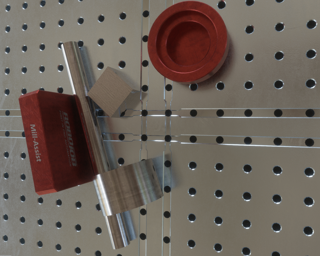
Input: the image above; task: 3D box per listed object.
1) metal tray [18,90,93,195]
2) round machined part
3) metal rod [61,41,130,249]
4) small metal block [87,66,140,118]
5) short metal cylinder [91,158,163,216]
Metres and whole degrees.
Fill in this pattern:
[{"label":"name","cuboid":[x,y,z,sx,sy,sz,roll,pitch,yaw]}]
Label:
[{"label":"metal tray","cuboid":[-0.138,0.018,0.425,0.030,0.090,0.129,-14,86,19]},{"label":"round machined part","cuboid":[0.038,-0.104,0.390,0.098,0.042,0.097,0,90,19]},{"label":"metal rod","cuboid":[-0.094,0.020,0.444,0.025,0.025,0.298,-17,84,19]},{"label":"small metal block","cuboid":[-0.065,-0.050,0.434,0.050,0.025,0.050,43,103,14]},{"label":"short metal cylinder","cuboid":[-0.041,0.075,0.397,0.080,0.080,0.050,-20,84,18]}]
